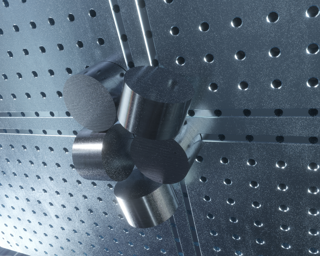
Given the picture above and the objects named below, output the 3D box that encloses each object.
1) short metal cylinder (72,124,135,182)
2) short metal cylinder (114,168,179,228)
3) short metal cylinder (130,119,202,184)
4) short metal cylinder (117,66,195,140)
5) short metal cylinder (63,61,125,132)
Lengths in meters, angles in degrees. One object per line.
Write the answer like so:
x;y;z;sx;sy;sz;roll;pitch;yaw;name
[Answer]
-0.076;0.035;0.438;0.050;0.080;0.080;-3;117;29;short metal cylinder
-0.019;0.096;0.444;0.080;0.080;0.050;-6;116;31;short metal cylinder
0.009;0.026;0.407;0.080;0.050;0.079;13;124;20;short metal cylinder
-0.006;-0.031;0.360;0.080;0.080;0.050;25;127;12;short metal cylinder
-0.079;-0.042;0.410;0.080;0.050;0.079;14;125;21;short metal cylinder
